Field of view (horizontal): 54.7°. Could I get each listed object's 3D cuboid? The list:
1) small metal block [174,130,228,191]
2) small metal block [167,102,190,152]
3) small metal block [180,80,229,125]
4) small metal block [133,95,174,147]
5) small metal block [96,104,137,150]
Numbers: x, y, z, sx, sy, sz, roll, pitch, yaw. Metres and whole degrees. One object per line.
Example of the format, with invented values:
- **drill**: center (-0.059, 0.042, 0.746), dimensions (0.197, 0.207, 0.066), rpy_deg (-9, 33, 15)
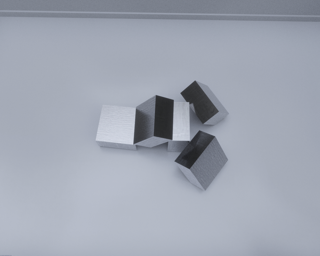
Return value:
- **small metal block**: center (0.052, 0.040, 0.378), dimensions (0.025, 0.050, 0.050), rpy_deg (23, 67, 45)
- **small metal block**: center (0.023, 0.000, 0.395), dimensions (0.025, 0.050, 0.050), rpy_deg (1, 70, 0)
- **small metal block**: center (0.059, -0.032, 0.404), dimensions (0.025, 0.050, 0.050), rpy_deg (-40, 73, 20)
- **small metal block**: center (-0.008, -0.007, 0.378), dimensions (0.025, 0.050, 0.050), rpy_deg (13, 70, -29)
- **small metal block**: center (-0.053, -0.001, 0.406), dimensions (0.050, 0.025, 0.050), rpy_deg (6, 70, 2)
